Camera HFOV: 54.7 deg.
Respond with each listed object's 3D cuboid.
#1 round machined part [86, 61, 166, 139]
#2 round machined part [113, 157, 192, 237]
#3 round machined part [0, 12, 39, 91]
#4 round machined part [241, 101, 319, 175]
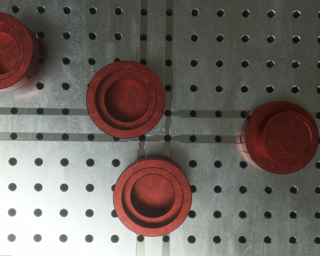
[{"bbox_3d":[-0.043,-0.035,0.404,0.099,0.042,0.097,0,90,-1],"label":"round machined part"},{"bbox_3d":[-0.009,0.087,0.405,0.099,0.042,0.097,0,90,-1],"label":"round machined part"},{"bbox_3d":[-0.206,-0.096,0.402,0.099,0.042,0.097,0,90,-1],"label":"round machined part"},{"bbox_3d":[0.161,0.013,0.407,0.099,0.042,0.097,0,90,-1],"label":"round machined part"}]
